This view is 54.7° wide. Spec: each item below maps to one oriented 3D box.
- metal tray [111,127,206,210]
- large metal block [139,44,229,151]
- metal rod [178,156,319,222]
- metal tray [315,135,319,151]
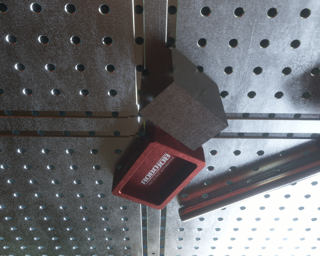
[{"bbox_3d":[-0.005,0.066,0.464,0.091,0.030,0.129,24,126,-20],"label":"metal tray"},{"bbox_3d":[0.025,-0.035,0.347,0.080,0.080,0.050,35,122,-27],"label":"large metal block"},{"bbox_3d":[0.166,0.091,0.491,0.300,0.025,0.025,-26,126,20],"label":"metal rod"},{"bbox_3d":[0.282,0.006,0.400,0.131,0.030,0.089,13,111,-12],"label":"metal tray"}]
